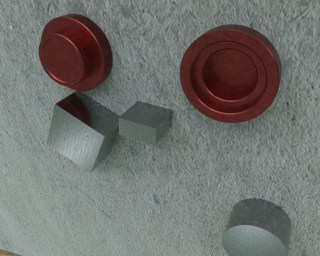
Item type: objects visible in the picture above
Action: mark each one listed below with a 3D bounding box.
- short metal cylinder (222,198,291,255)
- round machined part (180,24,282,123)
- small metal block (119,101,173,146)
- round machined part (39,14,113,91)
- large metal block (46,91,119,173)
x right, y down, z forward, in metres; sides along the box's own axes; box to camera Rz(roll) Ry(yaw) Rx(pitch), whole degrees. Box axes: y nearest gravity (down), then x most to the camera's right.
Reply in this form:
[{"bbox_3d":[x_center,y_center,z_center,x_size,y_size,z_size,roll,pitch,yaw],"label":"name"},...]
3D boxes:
[{"bbox_3d":[0.129,0.141,0.409,0.080,0.050,0.079,13,124,20],"label":"short metal cylinder"},{"bbox_3d":[0.074,-0.058,0.321,0.098,0.042,0.097,13,124,20],"label":"round machined part"},{"bbox_3d":[-0.017,-0.007,0.394,0.050,0.050,0.025,16,125,18],"label":"small metal block"},{"bbox_3d":[-0.114,-0.092,0.397,0.098,0.042,0.097,13,124,20],"label":"round machined part"},{"bbox_3d":[-0.110,0.005,0.450,0.080,0.050,0.079,33,129,6],"label":"large metal block"}]
